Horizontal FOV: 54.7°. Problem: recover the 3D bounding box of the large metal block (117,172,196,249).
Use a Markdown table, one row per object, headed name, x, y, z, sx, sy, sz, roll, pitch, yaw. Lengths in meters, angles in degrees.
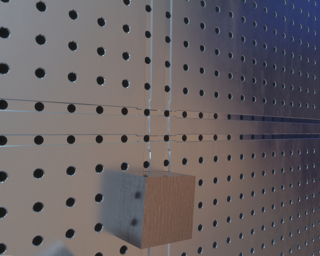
| name | x | y | z | sx | sy | sz | roll | pitch | yaw |
| --- | --- | --- | --- | --- | --- | --- | --- | --- | --- |
| large metal block | -0.004 | 0.098 | 0.390 | 0.081 | 0.050 | 0.080 | 6 | 86 | -40 |
